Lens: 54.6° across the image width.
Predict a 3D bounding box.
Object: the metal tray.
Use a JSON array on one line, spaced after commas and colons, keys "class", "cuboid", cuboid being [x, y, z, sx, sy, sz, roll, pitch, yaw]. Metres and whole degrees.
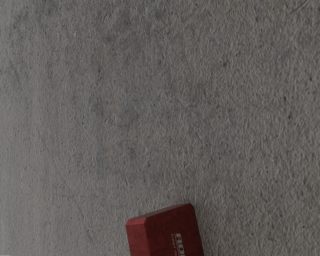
[{"class": "metal tray", "cuboid": [0.014, 0.159, 0.351, 0.030, 0.091, 0.129, -19, 78, 38]}]
